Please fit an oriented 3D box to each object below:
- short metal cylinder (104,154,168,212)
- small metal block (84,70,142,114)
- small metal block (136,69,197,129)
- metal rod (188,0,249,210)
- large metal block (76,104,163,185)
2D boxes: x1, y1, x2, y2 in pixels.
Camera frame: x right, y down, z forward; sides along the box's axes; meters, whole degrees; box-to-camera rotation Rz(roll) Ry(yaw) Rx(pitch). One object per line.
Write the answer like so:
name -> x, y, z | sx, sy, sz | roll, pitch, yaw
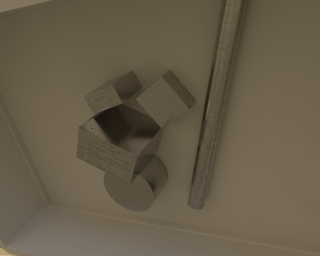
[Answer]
short metal cylinder -> -0.035, 0.075, 0.456 | 0.080, 0.050, 0.079 | 13, 124, 20
small metal block -> -0.059, -0.046, 0.394 | 0.050, 0.050, 0.025 | -16, 110, 34
small metal block -> 0.007, -0.035, 0.382 | 0.050, 0.025, 0.050 | 49, 128, -7
metal rod -> 0.063, -0.016, 0.364 | 0.025, 0.025, 0.298 | 17, 125, 18
large metal block -> -0.050, 0.016, 0.408 | 0.080, 0.080, 0.050 | 25, 127, 12
